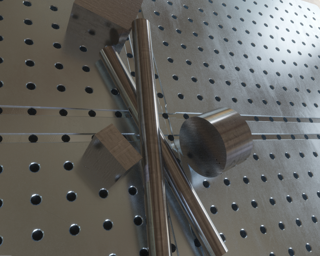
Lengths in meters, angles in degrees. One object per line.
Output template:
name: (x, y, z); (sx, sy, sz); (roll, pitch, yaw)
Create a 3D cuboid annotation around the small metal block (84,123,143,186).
small metal block: (-0.053, 0.031, 0.344); (0.050, 0.050, 0.025); (48, 51, 5)

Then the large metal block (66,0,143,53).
large metal block: (-0.078, -0.166, 0.451); (0.080, 0.050, 0.080); (24, 53, -14)

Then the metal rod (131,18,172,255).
metal rod: (-0.013, -0.001, 0.372); (0.025, 0.025, 0.299); (4, 69, -26)

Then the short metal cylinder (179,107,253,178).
short metal cylinder: (0.071, 0.018, 0.400); (0.050, 0.080, 0.080); (-19, 72, -35)

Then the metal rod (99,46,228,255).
metal rod: (-0.003, 0.020, 0.394); (0.025, 0.025, 0.299); (-18, 71, -35)
